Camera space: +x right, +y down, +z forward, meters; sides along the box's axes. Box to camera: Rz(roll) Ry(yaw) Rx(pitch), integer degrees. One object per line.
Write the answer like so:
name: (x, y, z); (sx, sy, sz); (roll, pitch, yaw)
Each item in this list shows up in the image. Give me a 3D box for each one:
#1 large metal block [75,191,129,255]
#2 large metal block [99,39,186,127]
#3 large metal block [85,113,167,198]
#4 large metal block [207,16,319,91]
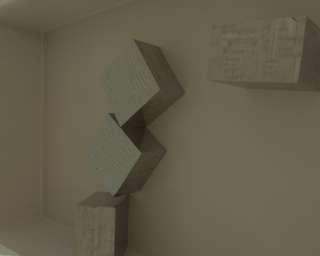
large metal block: (-0.077, 0.137, 0.425); (0.050, 0.080, 0.080); (2, 91, 6)
large metal block: (-0.026, -0.056, 0.412); (0.080, 0.050, 0.080); (-40, 66, 32)
large metal block: (-0.050, 0.036, 0.432); (0.080, 0.050, 0.080); (47, 118, 29)
large metal block: (0.102, -0.064, 0.287); (0.080, 0.081, 0.050); (9, 96, 39)
